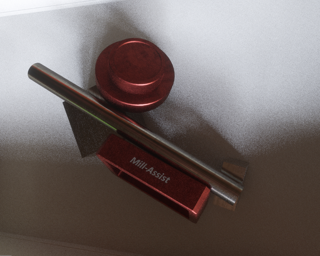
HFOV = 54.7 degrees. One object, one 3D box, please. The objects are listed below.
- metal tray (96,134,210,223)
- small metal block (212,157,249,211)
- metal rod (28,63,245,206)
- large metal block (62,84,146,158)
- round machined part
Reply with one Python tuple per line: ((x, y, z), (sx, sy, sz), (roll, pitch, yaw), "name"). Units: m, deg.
((-0.006, 0.063, 0.372), (0.130, 0.090, 0.030), (28, 72, 17), "metal tray")
((0.085, 0.064, 0.365), (0.025, 0.050, 0.050), (15, 95, 19), "small metal block")
((-0.041, -0.002, 0.368), (0.301, 0.025, 0.025), (31, 100, 17), "metal rod")
((-0.072, -0.013, 0.420), (0.080, 0.050, 0.080), (-24, 82, 18), "large metal block")
((-0.030, -0.071, 0.382), (0.099, 0.042, 0.098), (5, 65, -10), "round machined part")
